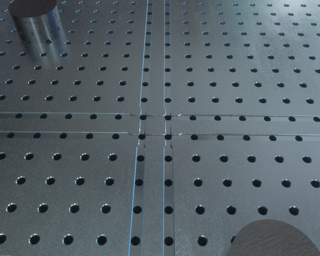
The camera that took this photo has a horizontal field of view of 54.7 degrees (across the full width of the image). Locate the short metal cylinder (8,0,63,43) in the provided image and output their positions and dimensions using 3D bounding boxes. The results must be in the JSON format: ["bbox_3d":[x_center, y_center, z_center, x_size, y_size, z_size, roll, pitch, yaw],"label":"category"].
[{"bbox_3d":[-0.220,-0.196,0.553,0.081,0.050,0.080,0,50,0],"label":"short metal cylinder"}]

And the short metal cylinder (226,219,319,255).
[{"bbox_3d":[0.100,0.132,0.282,0.081,0.050,0.080,0,50,0],"label":"short metal cylinder"}]
